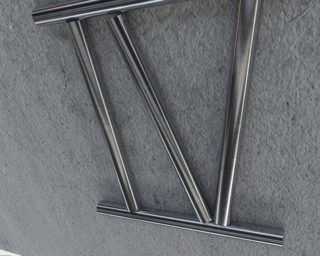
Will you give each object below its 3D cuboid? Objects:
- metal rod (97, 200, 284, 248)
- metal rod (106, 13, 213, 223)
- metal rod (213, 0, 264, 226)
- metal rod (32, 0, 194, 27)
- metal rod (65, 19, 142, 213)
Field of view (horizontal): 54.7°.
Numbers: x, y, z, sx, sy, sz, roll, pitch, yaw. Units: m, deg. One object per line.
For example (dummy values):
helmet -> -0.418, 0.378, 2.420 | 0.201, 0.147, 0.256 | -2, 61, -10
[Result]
metal rod -> 0.030, 0.143, 0.478 | 0.301, 0.025, 0.025 | 1, 119, 27
metal rod -> 0.008, 0.001, 0.403 | 0.025, 0.025, 0.299 | -12, 113, 33
metal rod -> 0.086, 0.002, 0.362 | 0.025, 0.025, 0.298 | 12, 124, 21
metal rod -> -0.021, -0.140, 0.331 | 0.301, 0.025, 0.025 | 1, 119, 27
metal rod -> -0.073, -0.001, 0.443 | 0.025, 0.025, 0.298 | 1, 119, 27
